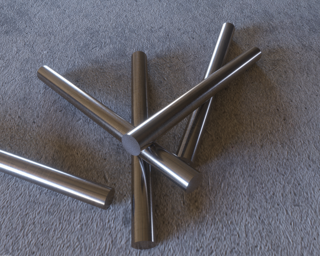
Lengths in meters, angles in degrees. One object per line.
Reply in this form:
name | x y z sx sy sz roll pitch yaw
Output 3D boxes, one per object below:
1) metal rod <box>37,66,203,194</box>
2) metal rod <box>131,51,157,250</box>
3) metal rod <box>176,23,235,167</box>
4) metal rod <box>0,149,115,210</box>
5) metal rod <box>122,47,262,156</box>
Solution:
metal rod | -0.070 -0.014 0.391 0.025 0.025 0.300 -37 52 -27
metal rod | -0.025 0.001 0.401 0.025 0.025 0.300 -3 50 -2
metal rod | 0.075 -0.067 0.459 0.025 0.025 0.300 14 51 11
metal rod | -0.196 0.036 0.370 0.301 0.025 0.025 16 52 13
metal rod | 0.062 -0.052 0.409 0.025 0.025 0.302 31 45 23
